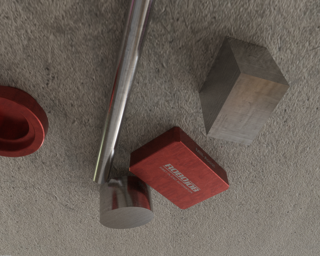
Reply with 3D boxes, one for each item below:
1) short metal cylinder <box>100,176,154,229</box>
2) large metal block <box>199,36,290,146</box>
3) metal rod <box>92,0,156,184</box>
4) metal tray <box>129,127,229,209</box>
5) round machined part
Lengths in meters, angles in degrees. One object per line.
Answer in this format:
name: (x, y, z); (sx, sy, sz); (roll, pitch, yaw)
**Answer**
short metal cylinder: (-0.052, 0.116, 0.478); (0.081, 0.050, 0.080); (-6, 141, -5)
large metal block: (0.085, -0.041, 0.338); (0.050, 0.080, 0.079); (13, 129, -11)
metal rod: (-0.050, -0.035, 0.376); (0.025, 0.025, 0.298); (12, 129, -10)
metal tray: (0.030, 0.064, 0.459); (0.090, 0.030, 0.130); (-32, 124, 24)
round machined part: (-0.188, -0.012, 0.383); (0.099, 0.042, 0.097); (-1, 130, 0)
